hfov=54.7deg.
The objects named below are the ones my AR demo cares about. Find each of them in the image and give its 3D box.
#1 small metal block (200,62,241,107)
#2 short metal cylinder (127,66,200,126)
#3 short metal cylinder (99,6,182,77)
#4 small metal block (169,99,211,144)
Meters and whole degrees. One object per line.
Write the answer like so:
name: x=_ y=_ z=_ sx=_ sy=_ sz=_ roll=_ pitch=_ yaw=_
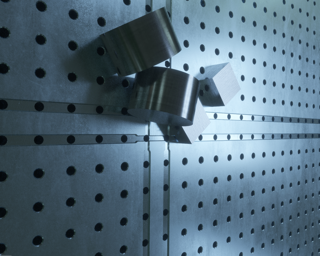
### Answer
small metal block: x=0.096 y=-0.069 z=0.490 sx=0.050 sy=0.025 sz=0.050 roll=-44 pitch=116 yaw=-31
short metal cylinder: x=0.005 y=-0.036 z=0.377 sx=0.080 sy=0.080 sz=0.050 roll=19 pitch=79 yaw=-39
short metal cylinder: x=-0.022 y=-0.098 z=0.355 sx=0.080 sy=0.080 sz=0.050 roll=-37 pitch=113 yaw=-34
small metal block: x=0.040 y=-0.012 z=0.443 sx=0.050 sy=0.025 sz=0.050 roll=-46 pitch=117 yaw=-30
